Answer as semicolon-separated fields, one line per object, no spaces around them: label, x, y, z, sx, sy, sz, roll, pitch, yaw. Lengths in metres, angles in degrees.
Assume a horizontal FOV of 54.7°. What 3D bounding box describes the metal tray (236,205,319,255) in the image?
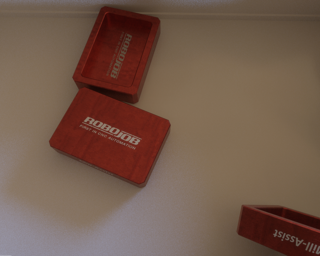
metal tray;0.154;0.108;0.301;0.130;0.091;0.030;9;87;48

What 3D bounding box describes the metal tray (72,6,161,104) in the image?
metal tray;-0.059;-0.107;0.445;0.090;0.030;0.130;14;70;5

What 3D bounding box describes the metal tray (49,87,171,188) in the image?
metal tray;-0.062;0.011;0.402;0.130;0.030;0.090;22;71;7
